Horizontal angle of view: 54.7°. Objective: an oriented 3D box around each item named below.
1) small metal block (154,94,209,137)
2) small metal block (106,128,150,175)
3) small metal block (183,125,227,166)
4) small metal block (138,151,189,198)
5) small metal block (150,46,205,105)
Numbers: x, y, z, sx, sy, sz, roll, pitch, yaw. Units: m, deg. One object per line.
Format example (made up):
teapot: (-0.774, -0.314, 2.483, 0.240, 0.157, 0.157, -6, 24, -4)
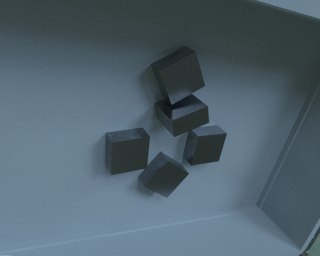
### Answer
small metal block: (0.027, -0.020, 0.397, 0.050, 0.050, 0.025, -22, 127, -16)
small metal block: (-0.043, 0.030, 0.405, 0.050, 0.025, 0.050, -8, 122, -25)
small metal block: (0.067, 0.025, 0.463, 0.050, 0.025, 0.050, -5, 121, -26)
small metal block: (0.006, 0.070, 0.457, 0.050, 0.025, 0.050, -49, 129, 6)
small metal block: (0.023, -0.065, 0.383, 0.050, 0.025, 0.050, -30, 129, -9)
